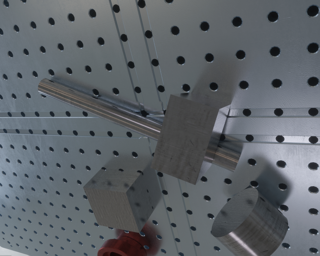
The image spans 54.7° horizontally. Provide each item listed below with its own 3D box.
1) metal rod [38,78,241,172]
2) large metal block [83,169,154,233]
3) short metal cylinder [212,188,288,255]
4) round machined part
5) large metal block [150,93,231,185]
[{"bbox_3d":[-0.038,-0.009,0.425,0.301,0.025,0.025,22,127,15],"label":"metal rod"},{"bbox_3d":[-0.066,0.116,0.501,0.080,0.050,0.080,0,119,28],"label":"large metal block"},{"bbox_3d":[0.112,0.123,0.392,0.050,0.080,0.080,43,129,-2],"label":"short metal cylinder"},{"bbox_3d":[-0.066,0.246,0.587,0.098,0.042,0.097,13,124,21],"label":"round machined part"},{"bbox_3d":[0.037,0.007,0.344,0.050,0.080,0.079,19,103,17],"label":"large metal block"}]
